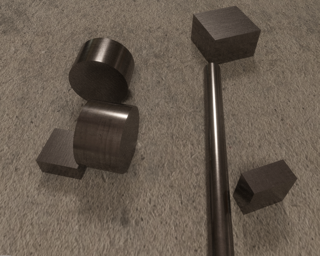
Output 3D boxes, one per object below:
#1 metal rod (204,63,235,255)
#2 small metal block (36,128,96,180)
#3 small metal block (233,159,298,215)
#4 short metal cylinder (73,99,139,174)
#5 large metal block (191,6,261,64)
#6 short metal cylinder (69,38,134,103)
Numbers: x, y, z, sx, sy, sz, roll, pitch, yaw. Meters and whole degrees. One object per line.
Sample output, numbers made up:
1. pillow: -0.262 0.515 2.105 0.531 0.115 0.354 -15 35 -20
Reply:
1. metal rod: 0.069 0.023 0.384 0.025 0.025 0.300 4 50 2
2. small metal block: -0.112 0.031 0.376 0.050 0.025 0.050 10 51 8
3. small metal block: 0.111 0.065 0.334 0.050 0.050 0.025 -15 52 -13
4. short metal cylinder: -0.059 0.009 0.359 0.050 0.080 0.080 10 51 8
5. large metal block: 0.107 -0.156 0.520 0.081 0.050 0.080 -16 52 -13
6. short metal cylinder: -0.080 -0.077 0.431 0.080 0.080 0.050 5 50 4
